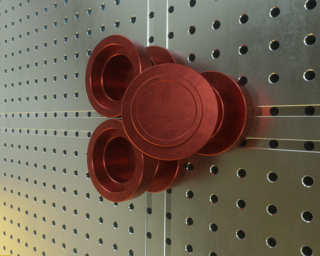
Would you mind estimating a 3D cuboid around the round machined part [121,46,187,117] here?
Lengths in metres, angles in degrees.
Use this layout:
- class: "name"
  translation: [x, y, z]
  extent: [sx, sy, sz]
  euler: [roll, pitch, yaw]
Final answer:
- class: "round machined part"
  translation: [-0.015, -0.061, 0.413]
  extent: [0.098, 0.042, 0.097]
  euler: [0, 90, 40]

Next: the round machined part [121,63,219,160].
- class: "round machined part"
  translation: [0.009, -0.016, 0.309]
  extent: [0.098, 0.042, 0.097]
  euler: [0, 90, 8]

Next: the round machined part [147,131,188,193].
- class: "round machined part"
  translation: [-0.015, 0.037, 0.412]
  extent: [0.098, 0.042, 0.097]
  euler: [0, 90, 40]

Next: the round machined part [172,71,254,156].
- class: "round machined part"
  translation: [0.053, -0.017, 0.356]
  extent: [0.098, 0.042, 0.097]
  euler: [0, 90, 40]

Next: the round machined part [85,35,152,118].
- class: "round machined part"
  translation: [-0.045, -0.061, 0.381]
  extent: [0.098, 0.042, 0.097]
  euler: [0, 90, 40]

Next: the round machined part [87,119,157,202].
- class: "round machined part"
  translation: [-0.042, 0.038, 0.379]
  extent: [0.098, 0.042, 0.097]
  euler: [0, 90, 40]
